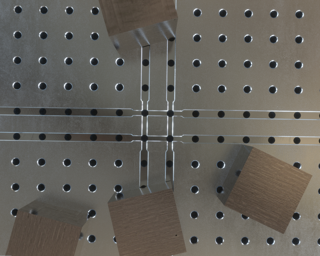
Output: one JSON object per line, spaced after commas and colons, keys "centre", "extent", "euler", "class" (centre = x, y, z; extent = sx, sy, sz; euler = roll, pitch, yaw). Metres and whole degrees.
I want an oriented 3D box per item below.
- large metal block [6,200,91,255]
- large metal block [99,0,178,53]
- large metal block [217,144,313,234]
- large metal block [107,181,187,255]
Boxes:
{"centre": [-0.144, 0.148, 0.400], "extent": [0.080, 0.050, 0.080], "euler": [15, 90, 0], "class": "large metal block"}
{"centre": [-0.025, -0.137, 0.386], "extent": [0.080, 0.080, 0.050], "euler": [-16, 90, 0], "class": "large metal block"}
{"centre": [0.132, 0.076, 0.402], "extent": [0.080, 0.050, 0.080], "euler": [26, 90, 0], "class": "large metal block"}
{"centre": [-0.016, 0.121, 0.401], "extent": [0.080, 0.050, 0.080], "euler": [-13, 90, 0], "class": "large metal block"}
